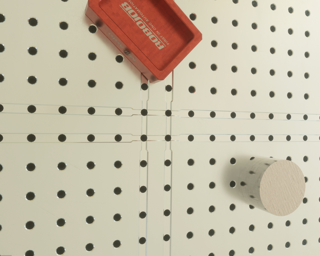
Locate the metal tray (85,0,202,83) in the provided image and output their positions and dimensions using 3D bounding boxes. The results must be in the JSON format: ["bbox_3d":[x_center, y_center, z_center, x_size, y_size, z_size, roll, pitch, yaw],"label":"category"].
[{"bbox_3d":[-0.019,-0.135,0.402,0.130,0.030,0.090,45,76,-15],"label":"metal tray"}]

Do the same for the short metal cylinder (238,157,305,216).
[{"bbox_3d":[0.166,0.084,0.461,0.081,0.050,0.079,0,90,-20],"label":"short metal cylinder"}]
